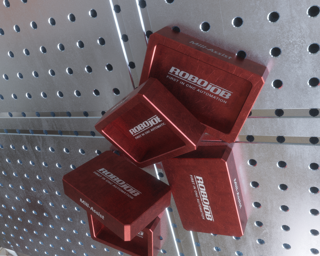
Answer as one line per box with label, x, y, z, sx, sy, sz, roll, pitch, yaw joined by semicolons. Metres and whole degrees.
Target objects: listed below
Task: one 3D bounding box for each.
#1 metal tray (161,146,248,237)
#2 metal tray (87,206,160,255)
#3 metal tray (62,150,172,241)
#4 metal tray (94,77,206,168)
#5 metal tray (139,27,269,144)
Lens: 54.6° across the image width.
metal tray;0.063;0.088;0.430;0.090;0.030;0.129;-3;117;30
metal tray;-0.065;0.180;0.554;0.130;0.030;0.089;14;124;20
metal tray;-0.061;0.088;0.436;0.130;0.091;0.030;26;129;31
metal tray;-0.017;0.001;0.388;0.090;0.030;0.130;44;145;-14
metal tray;0.043;-0.049;0.355;0.130;0.030;0.089;26;128;12
